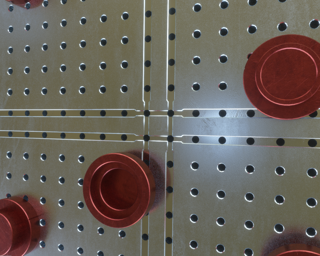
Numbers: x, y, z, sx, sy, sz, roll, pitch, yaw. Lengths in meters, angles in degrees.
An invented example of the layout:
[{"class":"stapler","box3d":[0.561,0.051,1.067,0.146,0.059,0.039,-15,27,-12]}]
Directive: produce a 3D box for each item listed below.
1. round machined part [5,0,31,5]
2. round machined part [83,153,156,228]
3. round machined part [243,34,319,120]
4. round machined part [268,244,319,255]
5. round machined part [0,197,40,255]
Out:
[{"class":"round machined part","box3d":[-0.233,-0.250,0.487,0.098,0.042,0.097,0,90,20]},{"class":"round machined part","box3d":[-0.051,0.081,0.422,0.098,0.042,0.097,0,90,20]},{"class":"round machined part","box3d":[0.145,-0.058,0.352,0.098,0.042,0.097,0,90,20]},{"class":"round machined part","box3d":[0.161,0.178,0.347,0.098,0.042,0.097,0,90,20]},{"class":"round machined part","box3d":[-0.244,0.161,0.491,0.098,0.042,0.097,0,90,20]}]
